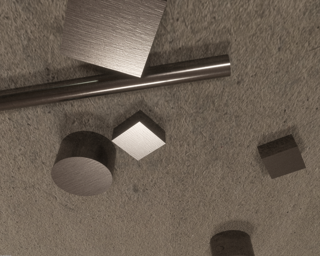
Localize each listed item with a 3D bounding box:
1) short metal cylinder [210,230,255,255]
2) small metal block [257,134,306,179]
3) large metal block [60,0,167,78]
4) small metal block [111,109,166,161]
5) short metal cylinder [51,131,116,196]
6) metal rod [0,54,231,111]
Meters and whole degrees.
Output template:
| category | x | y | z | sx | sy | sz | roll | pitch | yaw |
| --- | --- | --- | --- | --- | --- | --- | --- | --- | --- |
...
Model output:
| category | x | y | z | sx | sy | sz | roll | pitch | yaw |
| --- | --- | --- | --- | --- | --- | --- | --- | --- | --- |
| short metal cylinder | 0.140 | 0.242 | 0.599 | 0.081 | 0.050 | 0.079 | 0 | 130 | 0 |
| small metal block | 0.175 | 0.042 | 0.446 | 0.050 | 0.025 | 0.050 | -23 | 127 | 18 |
| large metal block | -0.045 | -0.106 | 0.300 | 0.081 | 0.050 | 0.079 | 14 | 129 | -13 |
| small metal block | -0.028 | 0.011 | 0.416 | 0.050 | 0.025 | 0.050 | -33 | 123 | 25 |
| short metal cylinder | -0.104 | 0.050 | 0.432 | 0.081 | 0.050 | 0.079 | 0 | 130 | 0 |
| metal rod | -0.071 | -0.050 | 0.363 | 0.302 | 0.025 | 0.025 | -8 | 130 | 6 |
